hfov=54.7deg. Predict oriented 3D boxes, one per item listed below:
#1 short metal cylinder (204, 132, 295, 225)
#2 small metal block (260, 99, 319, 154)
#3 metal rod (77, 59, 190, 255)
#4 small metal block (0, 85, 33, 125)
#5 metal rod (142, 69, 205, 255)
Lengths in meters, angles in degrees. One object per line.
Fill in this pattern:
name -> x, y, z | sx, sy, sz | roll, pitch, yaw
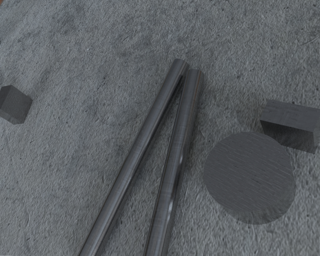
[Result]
short metal cylinder -> 0.090, 0.050, 0.310 | 0.080, 0.050, 0.080 | -13, 56, 21
small metal block -> 0.135, -0.001, 0.318 | 0.050, 0.050, 0.025 | 17, 71, 34
metal rod -> -0.030, 0.037, 0.396 | 0.025, 0.025, 0.300 | 13, 68, 33
small metal block -> -0.262, -0.040, 0.550 | 0.025, 0.050, 0.050 | -5, 60, 26
metal rod -> 0.014, 0.059, 0.360 | 0.025, 0.025, 0.300 | 0, 62, 28
